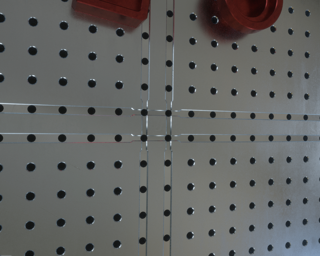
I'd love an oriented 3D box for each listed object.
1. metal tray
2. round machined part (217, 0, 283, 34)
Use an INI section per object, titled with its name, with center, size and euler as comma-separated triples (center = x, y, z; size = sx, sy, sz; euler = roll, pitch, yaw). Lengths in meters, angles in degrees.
[metal tray]
center = -0.054, -0.204, 0.389
size = 0.091, 0.030, 0.129
euler = 10, 87, -20
[round machined part]
center = 0.125, -0.185, 0.449
size = 0.099, 0.042, 0.097
euler = 0, 90, -20
